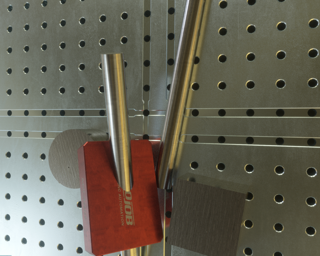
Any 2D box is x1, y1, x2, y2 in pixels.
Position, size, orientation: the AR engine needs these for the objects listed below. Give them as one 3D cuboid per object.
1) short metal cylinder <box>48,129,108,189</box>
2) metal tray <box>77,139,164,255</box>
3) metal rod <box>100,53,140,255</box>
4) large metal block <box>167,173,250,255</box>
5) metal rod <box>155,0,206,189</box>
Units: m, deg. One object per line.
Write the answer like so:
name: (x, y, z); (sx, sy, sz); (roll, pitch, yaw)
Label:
short metal cylinder: (-0.108, 0.041, 0.437); (0.080, 0.050, 0.079); (0, 90, 20)
metal tray: (-0.050, 0.081, 0.385); (0.030, 0.091, 0.129); (-27, 67, 58)
metal rod: (-0.045, 0.061, 0.382); (0.025, 0.025, 0.298); (4, 109, 20)
large metal block: (0.060, 0.105, 0.378); (0.080, 0.050, 0.079); (10, 93, 19)
metal rod: (0.029, -0.069, 0.402); (0.025, 0.025, 0.298); (12, 94, 19)
